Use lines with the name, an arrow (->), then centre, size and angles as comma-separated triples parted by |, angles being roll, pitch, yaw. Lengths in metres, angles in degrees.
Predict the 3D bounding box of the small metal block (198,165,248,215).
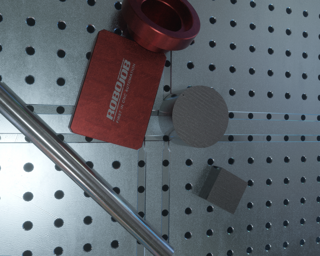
small metal block -> 0.092, 0.089, 0.448 | 0.050, 0.025, 0.050 | 31, 80, -18

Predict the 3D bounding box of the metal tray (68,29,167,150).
metal tray -> -0.053, -0.046, 0.391 | 0.091, 0.030, 0.129 | 17, 84, -20

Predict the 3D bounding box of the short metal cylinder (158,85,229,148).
short metal cylinder -> 0.044, -0.014, 0.417 | 0.081, 0.050, 0.079 | 0, 90, -21

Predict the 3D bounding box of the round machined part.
round machined part -> -0.002, -0.134, 0.388 | 0.099, 0.042, 0.098 | 15, 53, -21

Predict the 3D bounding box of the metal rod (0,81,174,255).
metal rod -> -0.089, 0.064, 0.380 | 0.025, 0.025, 0.300 | -46, 105, -14
